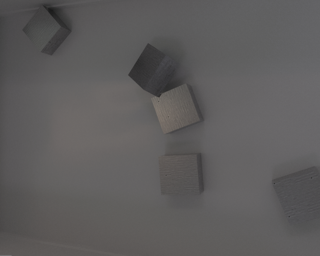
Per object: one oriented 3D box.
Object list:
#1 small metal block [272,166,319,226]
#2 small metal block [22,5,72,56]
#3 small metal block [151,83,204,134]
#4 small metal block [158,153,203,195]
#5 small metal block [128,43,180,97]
[{"bbox_3d":[0.163,0.077,0.353,0.050,0.025,0.050,-23,82,18],"label":"small metal block"},{"bbox_3d":[-0.172,-0.148,0.471,0.050,0.025,0.050,-44,76,14],"label":"small metal block"},{"bbox_3d":[0.023,-0.024,0.402,0.050,0.025,0.050,-22,83,18],"label":"small metal block"},{"bbox_3d":[0.028,0.059,0.401,0.050,0.025,0.050,-5,88,20],"label":"small metal block"},{"bbox_3d":[-0.009,-0.075,0.401,0.050,0.025,0.050,-56,41,11],"label":"small metal block"}]
